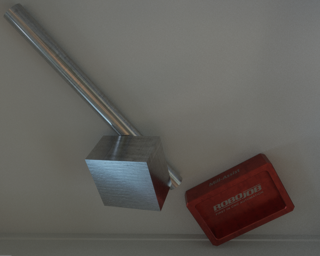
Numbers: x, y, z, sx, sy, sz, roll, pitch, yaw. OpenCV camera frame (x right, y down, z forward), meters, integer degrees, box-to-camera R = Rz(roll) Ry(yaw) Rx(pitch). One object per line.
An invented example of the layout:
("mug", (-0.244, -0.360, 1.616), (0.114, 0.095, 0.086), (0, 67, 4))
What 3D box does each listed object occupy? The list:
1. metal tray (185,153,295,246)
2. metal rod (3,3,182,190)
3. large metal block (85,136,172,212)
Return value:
("metal tray", (0.114, 0.106, 0.449), (0.130, 0.030, 0.090), (-29, 108, 10))
("metal rod", (-0.075, -0.029, 0.399), (0.025, 0.025, 0.300), (-38, 106, 12))
("large metal block", (-0.037, 0.057, 0.398), (0.080, 0.050, 0.080), (0, 124, 21))
